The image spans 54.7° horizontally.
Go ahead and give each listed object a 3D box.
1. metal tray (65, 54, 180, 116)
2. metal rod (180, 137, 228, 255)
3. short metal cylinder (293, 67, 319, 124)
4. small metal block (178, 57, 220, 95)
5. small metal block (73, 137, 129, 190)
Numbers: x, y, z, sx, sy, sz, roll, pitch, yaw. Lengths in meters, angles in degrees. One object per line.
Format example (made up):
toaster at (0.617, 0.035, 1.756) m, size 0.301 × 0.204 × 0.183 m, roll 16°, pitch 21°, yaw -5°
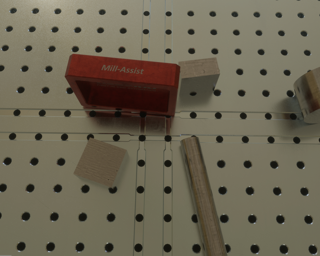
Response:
metal tray at (-0.043, -0.052, 0.395) m, size 0.131 × 0.090 × 0.030 m, roll 6°, pitch 70°, yaw 2°
metal rod at (0.067, 0.154, 0.356) m, size 0.025 × 0.025 × 0.299 m, roll -10°, pitch 70°, yaw -4°
short metal cylinder at (0.222, -0.044, 0.401) m, size 0.081 × 0.080 × 0.050 m, roll -7°, pitch 71°, yaw -3°
small metal block at (0.051, -0.070, 0.425) m, size 0.050 × 0.050 × 0.025 m, roll -8°, pitch 71°, yaw -3°
small metal block at (-0.074, 0.046, 0.394) m, size 0.050 × 0.025 × 0.050 m, roll 18°, pitch 71°, yaw 6°
